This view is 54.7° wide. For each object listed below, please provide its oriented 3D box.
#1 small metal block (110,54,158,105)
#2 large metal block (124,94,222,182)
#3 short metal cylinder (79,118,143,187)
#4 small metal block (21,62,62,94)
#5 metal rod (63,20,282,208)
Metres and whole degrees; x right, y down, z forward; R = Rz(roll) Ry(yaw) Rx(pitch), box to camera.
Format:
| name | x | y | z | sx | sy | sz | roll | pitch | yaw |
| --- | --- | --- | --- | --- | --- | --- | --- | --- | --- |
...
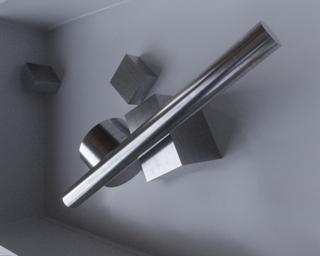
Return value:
| name | x | y | z | sx | sy | sz | roll | pitch | yaw |
| --- | --- | --- | --- | --- | --- | --- | --- | --- | --- |
| small metal block | -0.037 | -0.068 | 0.436 | 0.050 | 0.025 | 0.050 | 50 | 119 | 28 |
| large metal block | 0.016 | 0.011 | 0.356 | 0.050 | 0.081 | 0.080 | -32 | 71 | 35 |
| short metal cylinder | -0.060 | 0.033 | 0.418 | 0.050 | 0.081 | 0.079 | 41 | 115 | 32 |
| small metal block | -0.217 | -0.091 | 0.566 | 0.025 | 0.050 | 0.050 | -52 | 60 | 27 |
| metal rod | -0.014 | 0.009 | 0.312 | 0.299 | 0.025 | 0.025 | -40 | 66 | 32 |
